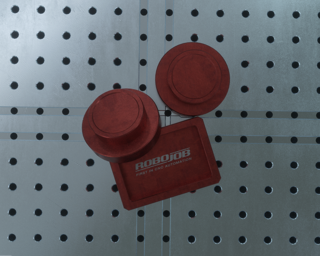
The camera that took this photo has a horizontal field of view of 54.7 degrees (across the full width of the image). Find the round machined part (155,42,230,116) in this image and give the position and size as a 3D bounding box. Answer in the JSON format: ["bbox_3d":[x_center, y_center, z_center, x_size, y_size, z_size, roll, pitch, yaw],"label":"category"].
[{"bbox_3d":[0.043,-0.064,0.405,0.099,0.042,0.097,0,90,-1],"label":"round machined part"}]

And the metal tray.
[{"bbox_3d":[0.004,0.045,0.410,0.131,0.030,0.090,-17,90,-1],"label":"metal tray"}]

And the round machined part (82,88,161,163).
[{"bbox_3d":[-0.050,-0.010,0.384,0.099,0.042,0.098,-3,62,7],"label":"round machined part"}]
